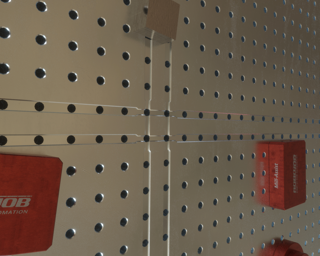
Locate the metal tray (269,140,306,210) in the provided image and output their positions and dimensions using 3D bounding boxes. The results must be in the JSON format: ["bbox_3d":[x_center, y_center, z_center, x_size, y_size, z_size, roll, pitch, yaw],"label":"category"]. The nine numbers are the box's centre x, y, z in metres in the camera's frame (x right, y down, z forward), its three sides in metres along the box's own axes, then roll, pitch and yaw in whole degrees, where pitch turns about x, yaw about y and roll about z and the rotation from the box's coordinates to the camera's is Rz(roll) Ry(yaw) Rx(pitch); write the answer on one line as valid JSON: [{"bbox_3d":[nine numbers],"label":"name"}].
[{"bbox_3d":[0.257,0.090,0.621,0.091,0.030,0.129,-2,91,-40],"label":"metal tray"}]

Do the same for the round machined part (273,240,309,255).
[{"bbox_3d":[0.269,0.281,0.624,0.099,0.042,0.097,0,90,-40],"label":"round machined part"}]

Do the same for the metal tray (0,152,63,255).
[{"bbox_3d":[-0.159,0.065,0.273,0.131,0.030,0.090,10,84,-40],"label":"metal tray"}]

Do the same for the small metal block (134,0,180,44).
[{"bbox_3d":[-0.003,-0.145,0.406,0.050,0.025,0.050,11,83,-39],"label":"small metal block"}]
